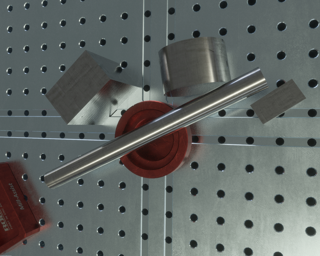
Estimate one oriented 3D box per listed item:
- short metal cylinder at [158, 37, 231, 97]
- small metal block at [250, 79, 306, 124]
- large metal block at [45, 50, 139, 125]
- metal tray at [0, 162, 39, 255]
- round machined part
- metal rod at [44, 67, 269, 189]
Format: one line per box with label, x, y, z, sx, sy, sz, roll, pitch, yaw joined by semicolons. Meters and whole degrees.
short metal cylinder;0.041;-0.070;0.369;0.080;0.080;0.050;-10;87;20
small metal block;0.133;-0.028;0.352;0.050;0.050;0.025;-34;79;17
large metal block;-0.088;-0.049;0.414;0.080;0.080;0.050;-43;77;15
metal tray;-0.263;0.133;0.502;0.090;0.030;0.130;-35;79;16
round machined part;-0.006;0.014;0.406;0.098;0.042;0.097;0;90;20
metal rod;-0.019;0.009;0.374;0.300;0.025;0.025;-26;82;18
